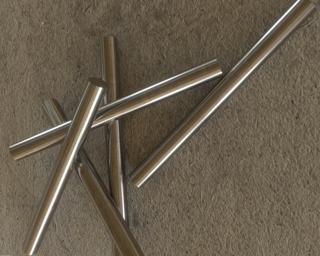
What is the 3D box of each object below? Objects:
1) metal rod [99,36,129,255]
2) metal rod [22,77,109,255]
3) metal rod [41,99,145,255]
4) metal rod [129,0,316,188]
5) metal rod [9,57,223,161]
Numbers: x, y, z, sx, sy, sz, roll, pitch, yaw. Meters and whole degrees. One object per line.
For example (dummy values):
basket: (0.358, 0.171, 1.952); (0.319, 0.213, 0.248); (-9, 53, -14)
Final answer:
metal rod: (-0.063, 0.024, 0.431); (0.025, 0.025, 0.298); (-4, 89, 20)
metal rod: (-0.136, 0.067, 0.420); (0.025, 0.025, 0.298); (36, 115, 16)
metal rod: (-0.087, 0.080, 0.417); (0.025, 0.025, 0.299); (-40, 69, 15)
metal rod: (0.067, -0.034, 0.385); (0.025, 0.025, 0.299); (47, 104, 14)
metal rod: (-0.065, -0.020, 0.405); (0.301, 0.025, 0.025); (-22, 83, 12)
